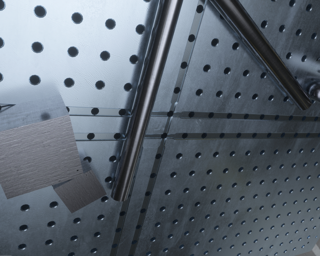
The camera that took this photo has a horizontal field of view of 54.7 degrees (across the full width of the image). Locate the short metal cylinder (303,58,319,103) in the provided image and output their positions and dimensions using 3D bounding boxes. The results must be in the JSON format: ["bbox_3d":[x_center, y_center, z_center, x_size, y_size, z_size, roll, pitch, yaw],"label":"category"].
[{"bbox_3d":[0.284,-0.074,0.504,0.081,0.050,0.079,-14,124,-21],"label":"short metal cylinder"}]

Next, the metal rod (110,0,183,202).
[{"bbox_3d":[-0.019,-0.035,0.379,0.025,0.025,0.298,2,117,-30],"label":"metal rod"}]

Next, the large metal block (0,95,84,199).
[{"bbox_3d":[-0.135,0.019,0.333,0.081,0.050,0.079,-16,125,-19],"label":"large metal block"}]

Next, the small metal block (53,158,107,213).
[{"bbox_3d":[-0.104,0.075,0.401,0.050,0.025,0.050,-28,128,-11],"label":"small metal block"}]

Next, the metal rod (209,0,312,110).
[{"bbox_3d":[0.142,-0.105,0.423,0.301,0.025,0.025,33,100,-39],"label":"metal rod"}]
